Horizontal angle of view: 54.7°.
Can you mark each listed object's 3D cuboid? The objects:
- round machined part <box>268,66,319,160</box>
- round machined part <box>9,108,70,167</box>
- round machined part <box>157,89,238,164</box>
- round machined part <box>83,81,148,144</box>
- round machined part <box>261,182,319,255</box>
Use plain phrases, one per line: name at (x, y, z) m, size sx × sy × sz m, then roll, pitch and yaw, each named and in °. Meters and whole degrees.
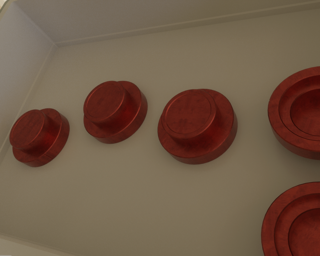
round machined part at (0.164, -0.012, 0.316) m, size 0.098 × 0.042 × 0.098 m, roll -13°, pitch 56°, yaw 21°
round machined part at (-0.198, 0.009, 0.493) m, size 0.098 × 0.042 × 0.098 m, roll -13°, pitch 56°, yaw 21°
round machined part at (0.041, -0.008, 0.379) m, size 0.098 × 0.042 × 0.098 m, roll -13°, pitch 56°, yaw 21°
round machined part at (-0.071, -0.030, 0.451) m, size 0.098 × 0.042 × 0.098 m, roll -13°, pitch 56°, yaw 21°
round machined part at (0.140, 0.098, 0.261) m, size 0.098 × 0.042 × 0.098 m, roll -13°, pitch 56°, yaw 21°
